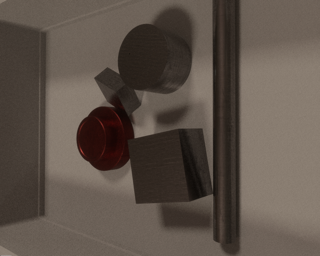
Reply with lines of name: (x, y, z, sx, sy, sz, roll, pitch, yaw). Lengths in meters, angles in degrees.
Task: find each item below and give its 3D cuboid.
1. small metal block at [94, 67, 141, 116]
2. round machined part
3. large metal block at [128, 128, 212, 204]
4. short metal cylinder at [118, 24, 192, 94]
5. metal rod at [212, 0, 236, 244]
small metal block: (-0.059, -0.051, 0.434, 0.025, 0.050, 0.050, -44, 54, -17)
round machined part: (-0.088, 0.016, 0.466, 0.098, 0.042, 0.097, 0, 90, 39)
large metal block: (0.011, 0.047, 0.380, 0.080, 0.050, 0.080, -14, 82, 39)
short metal cylinder: (-0.007, -0.085, 0.393, 0.080, 0.050, 0.079, -1, 89, 38)
metal rod: (0.072, -0.024, 0.346, 0.025, 0.025, 0.298, 0, 90, 39)
